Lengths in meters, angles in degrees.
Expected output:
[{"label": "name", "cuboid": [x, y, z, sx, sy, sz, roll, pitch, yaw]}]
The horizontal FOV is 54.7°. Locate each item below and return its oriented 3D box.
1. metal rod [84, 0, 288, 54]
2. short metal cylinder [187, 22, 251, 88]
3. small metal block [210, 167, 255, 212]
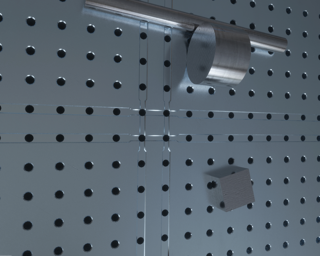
[{"label": "metal rod", "cuboid": [0.050, -0.144, 0.431, 0.302, 0.025, 0.025, 6, 88, -20]}, {"label": "short metal cylinder", "cuboid": [0.076, -0.095, 0.413, 0.050, 0.080, 0.079, 4, 89, -20]}, {"label": "small metal block", "cuboid": [0.107, 0.089, 0.454, 0.050, 0.025, 0.050, -14, 95, -20]}]
